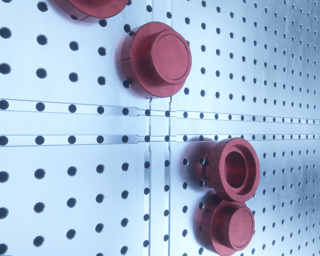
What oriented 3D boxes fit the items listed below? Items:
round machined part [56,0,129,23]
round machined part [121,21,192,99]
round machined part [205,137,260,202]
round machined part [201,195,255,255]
[{"bbox_3d":[-0.071,-0.169,0.337,0.099,0.042,0.097,0,90,-40],"label":"round machined part"},{"bbox_3d":[0.003,-0.088,0.399,0.099,0.042,0.097,0,90,-40],"label":"round machined part"},{"bbox_3d":[0.109,0.065,0.483,0.099,0.042,0.098,7,78,-38],"label":"round machined part"},{"bbox_3d":[0.113,0.154,0.492,0.099,0.042,0.097,0,90,-40],"label":"round machined part"}]
